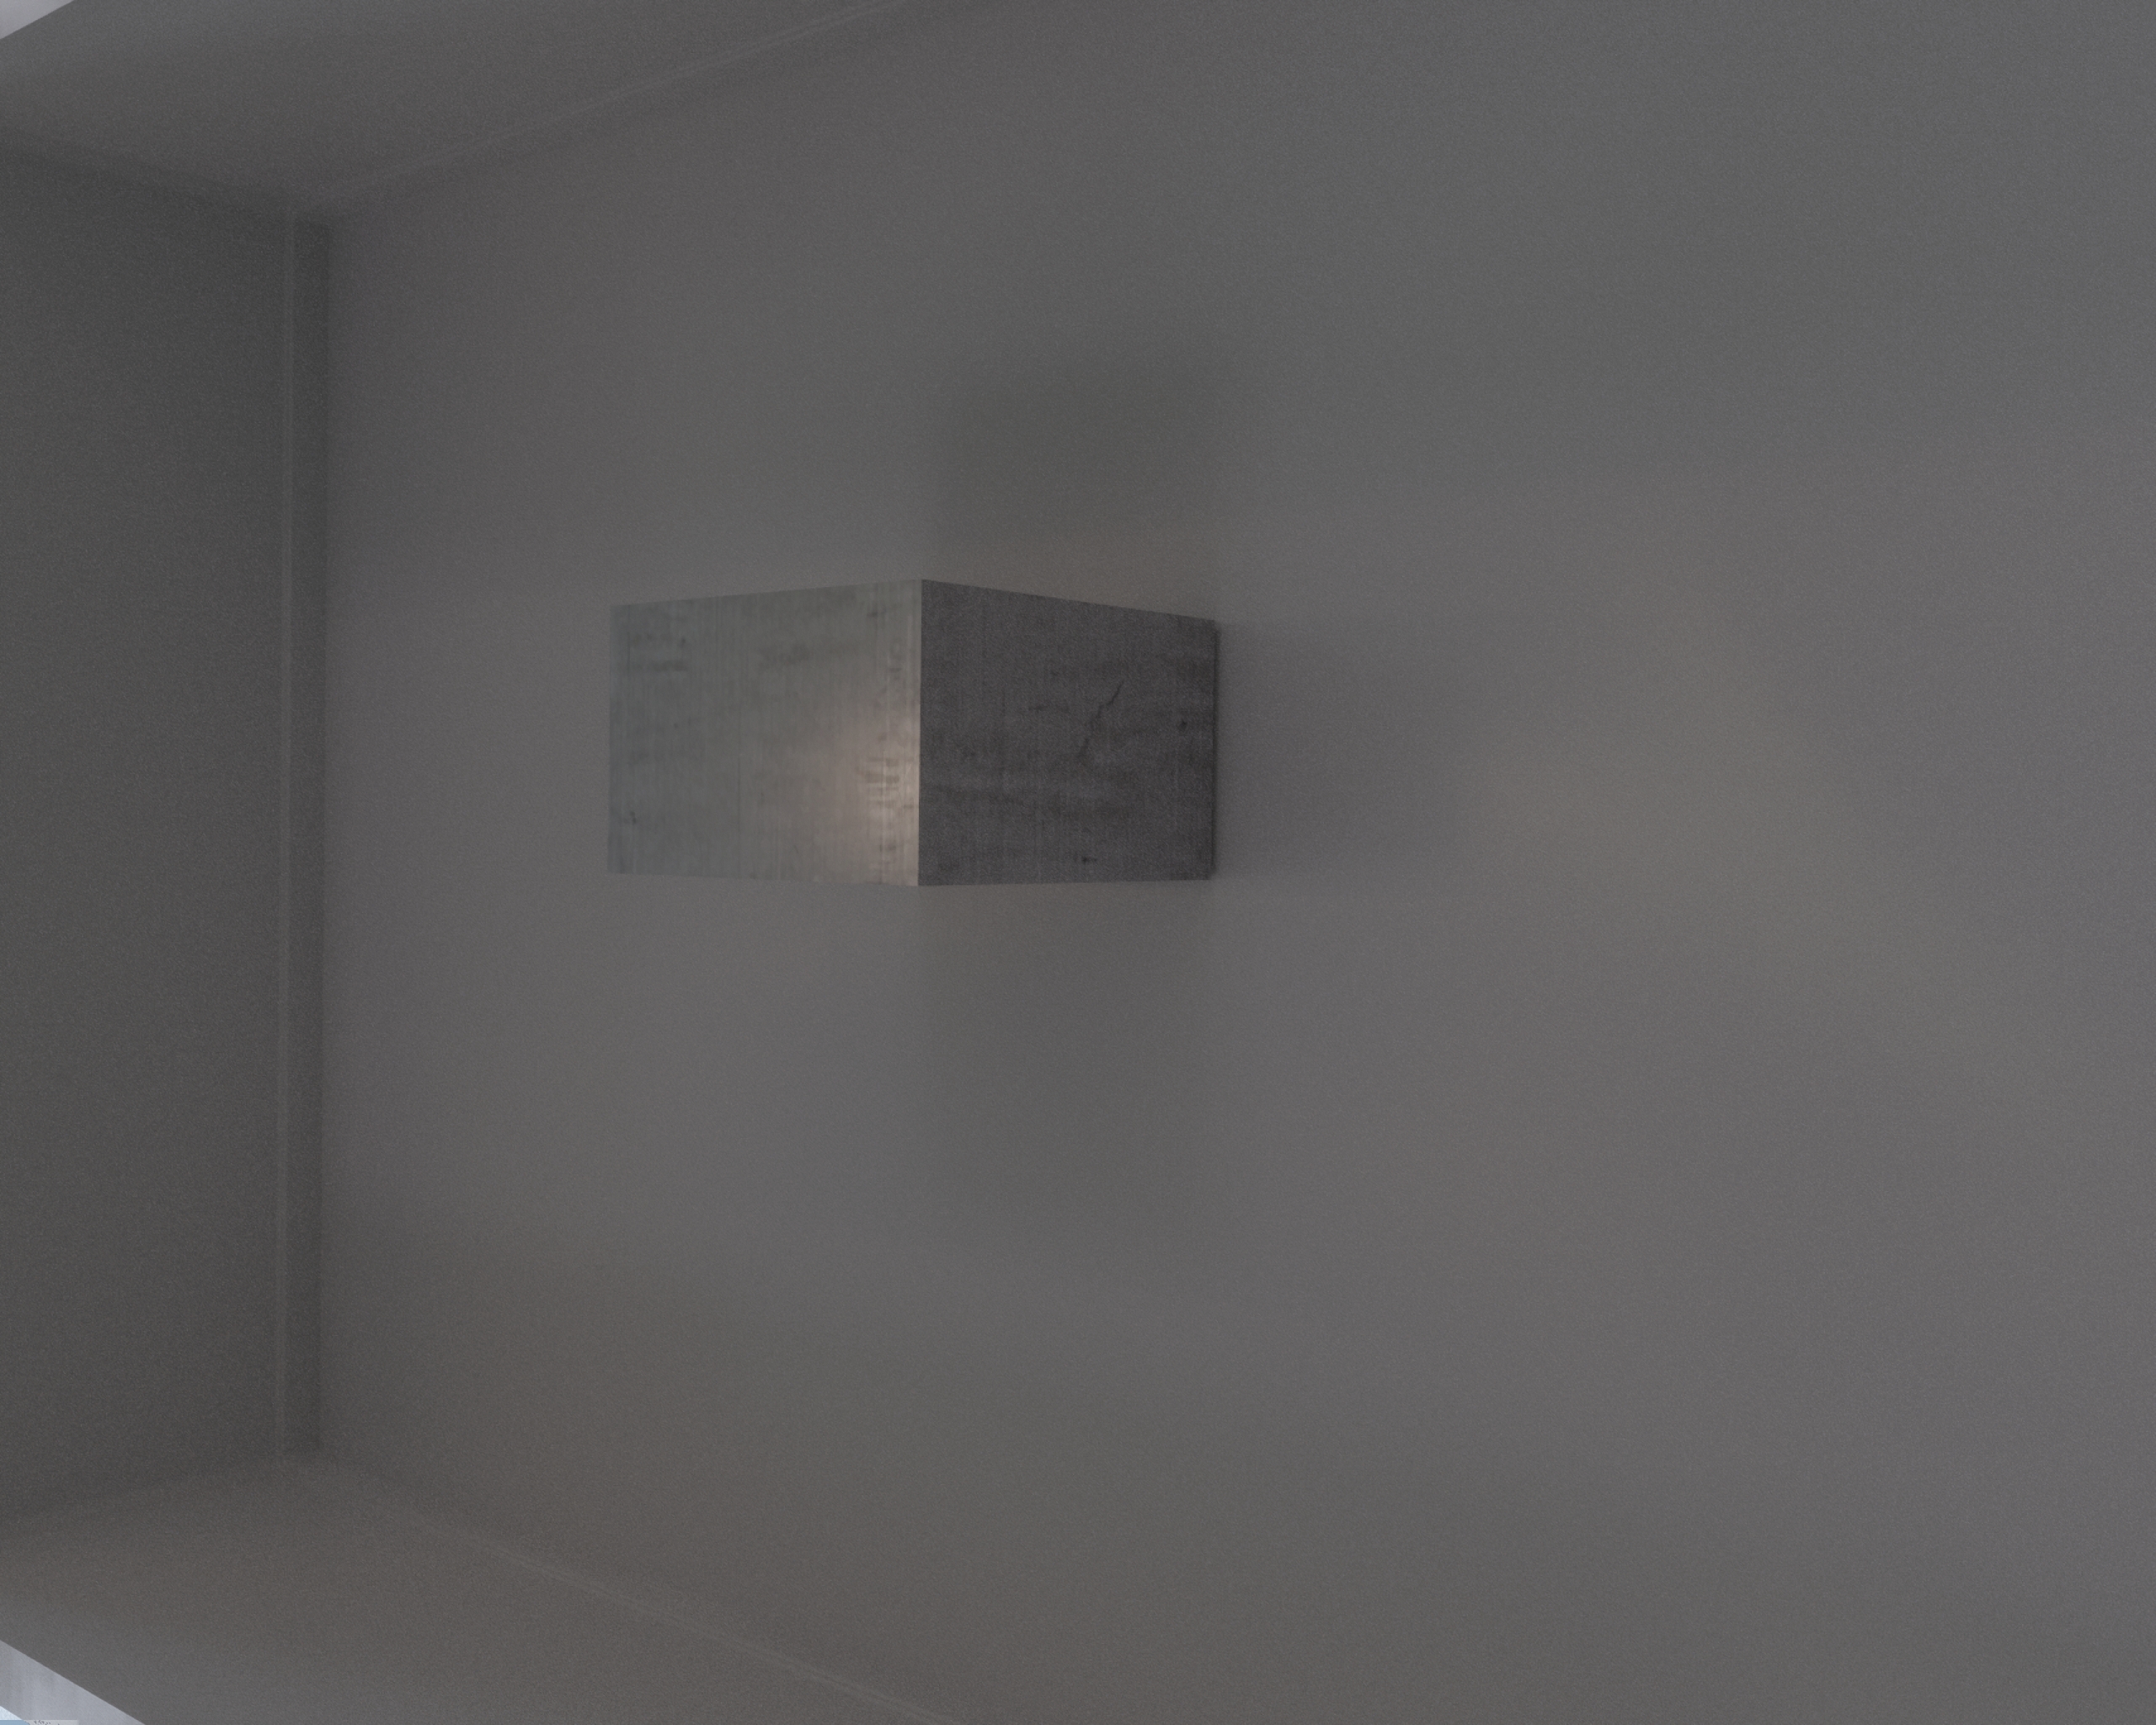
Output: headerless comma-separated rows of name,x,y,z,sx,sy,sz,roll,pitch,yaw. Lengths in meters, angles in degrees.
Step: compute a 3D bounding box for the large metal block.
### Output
large metal block,-0.031,-0.022,0.395,0.080,0.081,0.050,2,91,40
